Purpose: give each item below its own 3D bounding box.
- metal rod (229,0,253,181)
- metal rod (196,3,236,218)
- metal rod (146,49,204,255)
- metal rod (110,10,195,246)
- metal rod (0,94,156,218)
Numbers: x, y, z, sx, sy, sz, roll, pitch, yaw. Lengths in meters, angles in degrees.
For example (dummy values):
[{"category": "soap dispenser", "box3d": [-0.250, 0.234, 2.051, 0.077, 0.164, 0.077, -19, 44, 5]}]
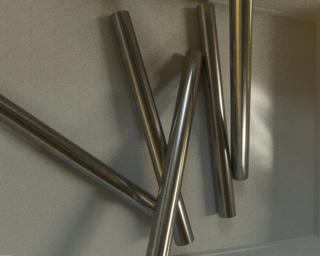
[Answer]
[{"category": "metal rod", "box3d": [0.099, -0.059, 0.383, 0.025, 0.025, 0.298, -19, 121, -19]}, {"category": "metal rod", "box3d": [0.080, -0.023, 0.439, 0.025, 0.025, 0.298, -7, 93, -20]}, {"category": "metal rod", "box3d": [0.019, 0.035, 0.373, 0.025, 0.025, 0.299, 20, 67, -19]}, {"category": "metal rod", "box3d": [-0.010, 0.000, 0.392, 0.025, 0.025, 0.298, -16, 90, -19]}, {"category": "metal rod", "box3d": [-0.102, 0.034, 0.372, 0.301, 0.025, 0.025, 37, 78, -16]}]
